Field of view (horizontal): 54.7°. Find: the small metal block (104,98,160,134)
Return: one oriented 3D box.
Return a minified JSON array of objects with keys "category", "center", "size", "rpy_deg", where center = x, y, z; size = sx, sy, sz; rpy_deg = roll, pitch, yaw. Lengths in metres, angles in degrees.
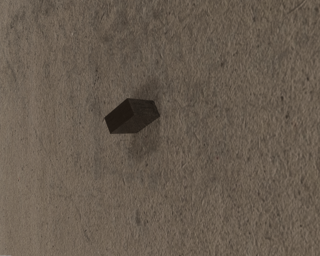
[{"category":"small metal block","center":[-0.037,-0.015,0.417],"size":[0.050,0.050,0.025],"rpy_deg":[-35,69,34]}]
